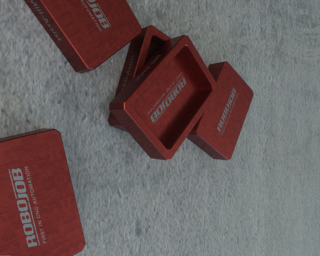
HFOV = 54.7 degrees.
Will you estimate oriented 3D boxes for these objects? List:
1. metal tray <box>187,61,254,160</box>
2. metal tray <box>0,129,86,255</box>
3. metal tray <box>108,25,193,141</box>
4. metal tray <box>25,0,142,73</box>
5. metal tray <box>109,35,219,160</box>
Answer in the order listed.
[{"bbox_3d":[0.094,-0.026,0.483,0.090,0.030,0.130,38,67,-34],"label":"metal tray"},{"bbox_3d":[-0.130,0.072,0.294,0.091,0.030,0.129,-17,101,-39],"label":"metal tray"},{"bbox_3d":[-0.006,-0.052,0.398,0.090,0.030,0.130,24,75,-38],"label":"metal tray"},{"bbox_3d":[-0.087,-0.136,0.330,0.090,0.030,0.130,-48,119,-30],"label":"metal tray"},{"bbox_3d":[0.011,-0.037,0.372,0.090,0.030,0.130,53,59,-27],"label":"metal tray"}]
